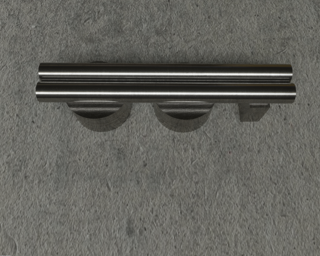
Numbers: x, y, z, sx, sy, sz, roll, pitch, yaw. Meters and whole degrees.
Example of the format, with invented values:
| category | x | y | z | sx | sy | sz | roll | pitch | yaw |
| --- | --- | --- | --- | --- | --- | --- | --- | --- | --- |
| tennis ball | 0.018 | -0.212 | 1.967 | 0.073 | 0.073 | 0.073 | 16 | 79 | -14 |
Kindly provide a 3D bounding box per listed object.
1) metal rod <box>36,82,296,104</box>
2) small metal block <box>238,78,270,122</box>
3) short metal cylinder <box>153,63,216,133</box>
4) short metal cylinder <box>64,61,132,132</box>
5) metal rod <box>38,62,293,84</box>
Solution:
| category | x | y | z | sx | sy | sz | roll | pitch | yaw |
| --- | --- | --- | --- | --- | --- | --- | --- | --- | --- |
| metal rod | 0.007 | -0.042 | 0.371 | 0.302 | 0.025 | 0.025 | 0 | 70 | 0 |
| small metal block | 0.122 | -0.040 | 0.413 | 0.025 | 0.050 | 0.050 | -1 | 70 | -1 |
| short metal cylinder | 0.031 | -0.039 | 0.411 | 0.081 | 0.050 | 0.080 | 0 | 70 | 0 |
| short metal cylinder | -0.079 | -0.040 | 0.409 | 0.081 | 0.050 | 0.080 | 0 | 70 | 0 |
| metal rod | 0.007 | -0.067 | 0.380 | 0.302 | 0.025 | 0.025 | 0 | 70 | 0 |
